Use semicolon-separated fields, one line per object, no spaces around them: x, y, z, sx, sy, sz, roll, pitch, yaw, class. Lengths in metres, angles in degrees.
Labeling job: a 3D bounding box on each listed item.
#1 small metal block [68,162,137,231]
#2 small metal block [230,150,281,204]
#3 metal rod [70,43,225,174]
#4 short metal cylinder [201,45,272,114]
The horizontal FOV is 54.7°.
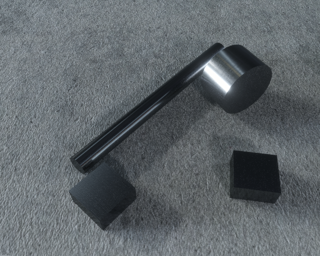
-0.062;0.074;0.341;0.050;0.025;0.050;35;58;25;small metal block
0.108;0.056;0.358;0.050;0.025;0.050;7;50;5;small metal block
0.000;-0.043;0.438;0.025;0.025;0.302;33;57;24;metal rod
0.104;-0.066;0.424;0.081;0.080;0.050;-23;54;-19;short metal cylinder
